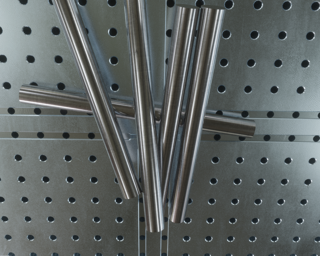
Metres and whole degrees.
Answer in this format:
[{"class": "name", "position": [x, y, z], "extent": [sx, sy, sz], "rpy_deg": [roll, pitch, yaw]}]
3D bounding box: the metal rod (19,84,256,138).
[{"class": "metal rod", "position": [-0.026, -0.021, 0.405], "extent": [0.302, 0.025, 0.025], "rpy_deg": [9, 110, -4]}]

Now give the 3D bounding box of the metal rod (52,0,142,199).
[{"class": "metal rod", "position": [-0.080, -0.054, 0.370], "extent": [0.025, 0.025, 0.298], "rpy_deg": [-17, 101, 5]}]

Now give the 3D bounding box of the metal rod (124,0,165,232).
[{"class": "metal rod", "position": [-0.018, -0.016, 0.380], "extent": [0.025, 0.025, 0.298], "rpy_deg": [-5, 100, 1]}]

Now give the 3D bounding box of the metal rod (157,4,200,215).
[{"class": "metal rod", "position": [0.011, 0.004, 0.389], "extent": [0.025, 0.025, 0.298], "rpy_deg": [6, 120, -3]}]

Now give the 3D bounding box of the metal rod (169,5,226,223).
[{"class": "metal rod", "position": [0.040, 0.005, 0.389], "extent": [0.025, 0.025, 0.298], "rpy_deg": [5, 120, -2]}]
